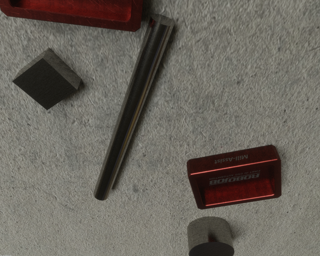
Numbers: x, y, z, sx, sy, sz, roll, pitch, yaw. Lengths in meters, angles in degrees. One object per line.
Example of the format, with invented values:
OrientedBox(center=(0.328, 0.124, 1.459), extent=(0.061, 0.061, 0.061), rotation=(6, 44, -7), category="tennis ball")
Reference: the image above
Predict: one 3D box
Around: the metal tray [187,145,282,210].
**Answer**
OrientedBox(center=(0.114, 0.078, 0.471), extent=(0.131, 0.030, 0.090), rotation=(-11, 130, 9), category="metal tray")

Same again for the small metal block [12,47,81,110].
OrientedBox(center=(-0.129, -0.056, 0.358), extent=(0.050, 0.025, 0.050), rotation=(-29, 125, 22), category="small metal block")

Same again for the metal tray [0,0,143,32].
OrientedBox(center=(-0.079, -0.143, 0.280), extent=(0.131, 0.030, 0.089), rotation=(5, 130, -5), category="metal tray")

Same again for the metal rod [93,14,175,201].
OrientedBox(center=(-0.045, -0.002, 0.404), extent=(0.025, 0.025, 0.298), rotation=(14, 129, -13), category="metal rod")

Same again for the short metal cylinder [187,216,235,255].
OrientedBox(center=(0.092, 0.207, 0.569), extent=(0.081, 0.050, 0.079), rotation=(0, 130, 0), category="short metal cylinder")
